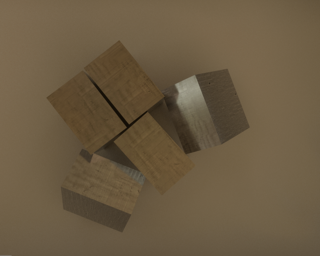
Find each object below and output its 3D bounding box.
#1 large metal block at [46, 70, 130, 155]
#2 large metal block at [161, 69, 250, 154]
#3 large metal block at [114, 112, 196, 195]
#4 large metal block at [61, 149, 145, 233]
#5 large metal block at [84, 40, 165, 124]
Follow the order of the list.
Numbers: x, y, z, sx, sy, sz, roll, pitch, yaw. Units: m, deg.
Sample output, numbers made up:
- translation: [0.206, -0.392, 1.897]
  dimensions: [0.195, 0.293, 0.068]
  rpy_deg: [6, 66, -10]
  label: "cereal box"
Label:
- translation: [-0.081, -0.017, 0.382]
  dimensions: [0.050, 0.080, 0.080]
  rpy_deg: [-38, 90, 0]
  label: "large metal block"
- translation: [0.058, -0.022, 0.377]
  dimensions: [0.050, 0.081, 0.080]
  rpy_deg: [-21, 90, 40]
  label: "large metal block"
- translation: [-0.006, 0.028, 0.382]
  dimensions: [0.050, 0.080, 0.080]
  rpy_deg: [-42, 91, 0]
  label: "large metal block"
- translation: [-0.069, 0.079, 0.375]
  dimensions: [0.080, 0.080, 0.050]
  rpy_deg: [22, 55, -1]
  label: "large metal block"
- translation: [-0.040, -0.051, 0.382]
  dimensions: [0.050, 0.080, 0.080]
  rpy_deg: [-39, 91, 0]
  label: "large metal block"
